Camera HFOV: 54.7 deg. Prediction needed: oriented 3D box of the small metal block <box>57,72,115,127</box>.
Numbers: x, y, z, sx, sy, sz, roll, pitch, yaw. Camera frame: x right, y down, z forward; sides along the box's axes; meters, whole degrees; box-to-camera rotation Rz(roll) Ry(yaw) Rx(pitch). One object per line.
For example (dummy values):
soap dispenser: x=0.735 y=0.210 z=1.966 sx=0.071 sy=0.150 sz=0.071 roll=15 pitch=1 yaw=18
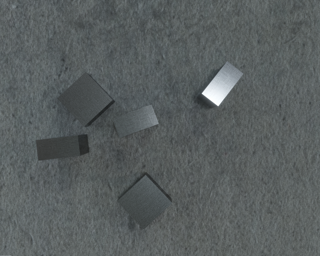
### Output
small metal block: x=-0.096 y=-0.037 z=0.409 sx=0.050 sy=0.025 sz=0.050 roll=-43 pitch=91 yaw=0

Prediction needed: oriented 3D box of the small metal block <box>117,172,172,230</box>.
small metal block: x=-0.020 y=0.095 z=0.410 sx=0.050 sy=0.025 sz=0.050 roll=-43 pitch=91 yaw=0

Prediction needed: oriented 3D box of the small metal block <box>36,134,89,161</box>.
small metal block: x=-0.122 y=0.024 z=0.396 sx=0.050 sy=0.050 sz=0.025 roll=-7 pitch=90 yaw=0

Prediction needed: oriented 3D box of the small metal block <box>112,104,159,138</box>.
small metal block: x=-0.029 y=-0.008 z=0.397 sx=0.050 sy=0.050 sz=0.025 roll=-20 pitch=90 yaw=0

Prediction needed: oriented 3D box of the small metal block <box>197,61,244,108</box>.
small metal block: x=0.076 y=-0.054 z=0.399 sx=0.025 sy=0.050 sz=0.050 roll=38 pitch=90 yaw=-1
